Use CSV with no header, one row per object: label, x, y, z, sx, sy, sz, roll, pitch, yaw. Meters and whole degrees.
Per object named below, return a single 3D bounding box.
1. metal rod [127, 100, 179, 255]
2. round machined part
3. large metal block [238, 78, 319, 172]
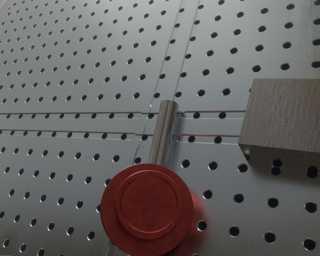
metal rod,-0.015,0.100,0.354,0.025,0.025,0.300,-2,60,27
round machined part,-0.013,0.083,0.325,0.099,0.042,0.098,3,65,-6
large metal block,0.135,-0.004,0.324,0.080,0.050,0.080,6,64,31
